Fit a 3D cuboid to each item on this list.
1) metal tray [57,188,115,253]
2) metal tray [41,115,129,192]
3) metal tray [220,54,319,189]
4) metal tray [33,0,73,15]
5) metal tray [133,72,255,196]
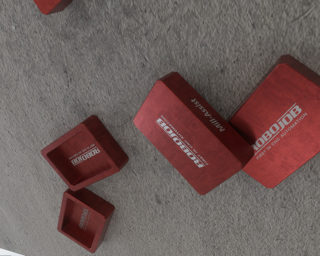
[{"bbox_3d":[-0.143,0.172,0.585,0.090,0.030,0.129,29,128,9],"label":"metal tray"},{"bbox_3d":[-0.123,0.044,0.495,0.130,0.030,0.090,-28,104,37],"label":"metal tray"},{"bbox_3d":[0.127,-0.001,0.336,0.090,0.030,0.129,37,129,3],"label":"metal tray"},{"bbox_3d":[-0.110,-0.198,0.339,0.130,0.030,0.090,-23,106,36],"label":"metal tray"},{"bbox_3d":[0.034,0.009,0.366,0.130,0.030,0.089,47,141,8],"label":"metal tray"}]
